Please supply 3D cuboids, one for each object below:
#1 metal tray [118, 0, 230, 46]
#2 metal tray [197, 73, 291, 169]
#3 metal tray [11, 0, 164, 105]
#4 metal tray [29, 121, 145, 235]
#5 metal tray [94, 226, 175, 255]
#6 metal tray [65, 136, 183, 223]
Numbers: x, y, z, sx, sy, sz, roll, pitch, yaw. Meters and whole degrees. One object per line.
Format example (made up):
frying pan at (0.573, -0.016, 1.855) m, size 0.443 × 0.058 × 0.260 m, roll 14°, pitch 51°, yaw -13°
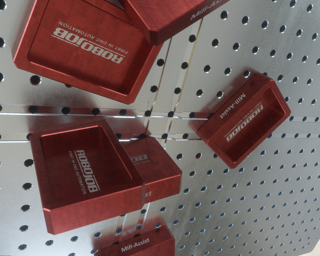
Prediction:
metal tray at (0.022, -0.149, 0.290) m, size 0.130 × 0.090 × 0.030 m, roll -34°, pitch 171°, yaw -6°
metal tray at (0.130, -0.008, 0.472) m, size 0.130 × 0.030 × 0.090 m, roll -45°, pitch 129°, yaw 3°
metal tray at (-0.069, -0.085, 0.317) m, size 0.131 × 0.030 × 0.090 m, roll 17°, pitch 110°, yaw -35°
metal tray at (-0.081, 0.042, 0.325) m, size 0.091 × 0.130 × 0.030 m, roll -11°, pitch 123°, yaw -22°
metal tray at (-0.039, 0.228, 0.526) m, size 0.131 × 0.030 × 0.089 m, roll -14°, pitch 124°, yaw -21°
metal tray at (-0.050, 0.056, 0.375) m, size 0.131 × 0.090 × 0.030 m, roll -12°, pitch 124°, yaw -22°
